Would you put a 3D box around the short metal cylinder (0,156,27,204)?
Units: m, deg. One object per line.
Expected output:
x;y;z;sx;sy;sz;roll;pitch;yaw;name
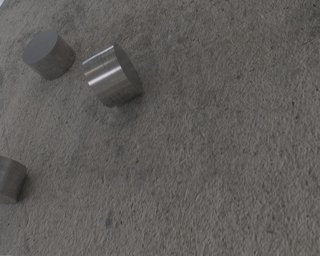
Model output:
-0.243;0.075;0.450;0.080;0.080;0.050;-7;59;25;short metal cylinder

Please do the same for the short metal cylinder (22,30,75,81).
-0.208;-0.136;0.581;0.080;0.050;0.080;-13;56;21;short metal cylinder

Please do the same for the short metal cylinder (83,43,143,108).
-0.067;-0.075;0.450;0.050;0.080;0.080;-26;53;12;short metal cylinder
